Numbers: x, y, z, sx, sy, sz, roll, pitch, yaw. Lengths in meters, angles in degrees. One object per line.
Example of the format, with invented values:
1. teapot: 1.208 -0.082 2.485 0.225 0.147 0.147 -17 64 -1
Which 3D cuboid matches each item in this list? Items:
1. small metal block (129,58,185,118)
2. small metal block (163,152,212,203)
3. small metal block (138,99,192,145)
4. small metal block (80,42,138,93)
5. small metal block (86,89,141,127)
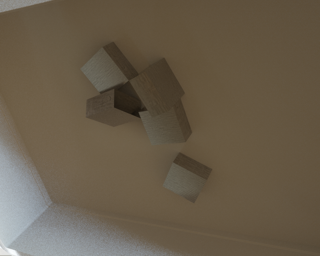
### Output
1. small metal block: -0.002 -0.048 0.363 0.025 0.050 0.050 -22 107 36
2. small metal block: 0.038 0.069 0.431 0.050 0.025 0.050 27 128 10
3. small metal block: 0.008 -0.007 0.399 0.050 0.025 0.050 -7 115 31
4. small metal block: -0.065 -0.073 0.396 0.050 0.025 0.050 -31 101 37
5. small metal block: -0.060 -0.025 0.405 0.050 0.050 0.025 -15 67 34
